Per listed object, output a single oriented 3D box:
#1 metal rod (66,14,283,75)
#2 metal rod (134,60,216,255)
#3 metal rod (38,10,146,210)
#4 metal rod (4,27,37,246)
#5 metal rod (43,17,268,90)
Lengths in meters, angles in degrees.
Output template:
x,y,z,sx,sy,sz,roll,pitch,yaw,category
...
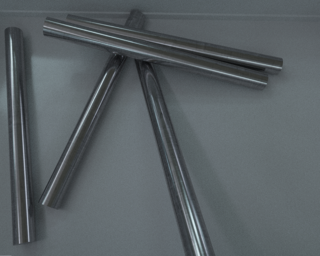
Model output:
x,y,z,sx,sy,sz,roll,pitch,yaw,category
0.022,-0.116,0.433,0.302,0.025,0.025,10,70,-4,metal rod
0.007,0.011,0.352,0.025,0.025,0.300,-12,50,-5,metal rod
-0.084,-0.038,0.422,0.025,0.025,0.300,19,71,6,metal rod
-0.186,-0.004,0.408,0.025,0.025,0.299,-11,70,-4,metal rod
0.000,-0.098,0.417,0.302,0.025,0.025,13,70,-7,metal rod
